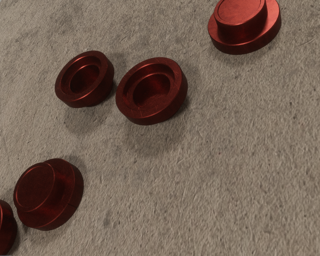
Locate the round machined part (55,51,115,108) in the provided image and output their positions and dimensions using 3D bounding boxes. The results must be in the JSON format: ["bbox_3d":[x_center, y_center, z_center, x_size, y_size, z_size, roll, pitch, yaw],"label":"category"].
[{"bbox_3d":[-0.115,-0.073,0.496,0.098,0.042,0.098,-13,56,20],"label":"round machined part"}]

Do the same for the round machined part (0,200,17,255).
[{"bbox_3d":[-0.239,0.147,0.425,0.098,0.042,0.098,-13,56,20],"label":"round machined part"}]

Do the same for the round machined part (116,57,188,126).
[{"bbox_3d":[-0.008,-0.045,0.424,0.098,0.042,0.098,-13,56,20],"label":"round machined part"}]

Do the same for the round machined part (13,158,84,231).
[{"bbox_3d":[-0.157,0.086,0.421,0.098,0.042,0.098,-13,56,20],"label":"round machined part"}]

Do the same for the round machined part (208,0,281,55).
[{"bbox_3d":[0.113,-0.153,0.427,0.098,0.042,0.098,-13,56,20],"label":"round machined part"}]
